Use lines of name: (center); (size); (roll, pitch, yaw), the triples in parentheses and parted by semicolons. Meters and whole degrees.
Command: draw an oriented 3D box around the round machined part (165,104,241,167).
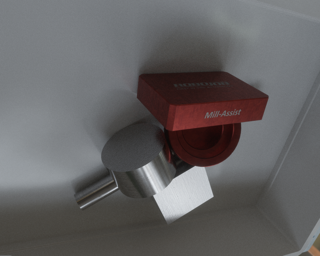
round machined part: (0.053, 0.000, 0.408); (0.099, 0.042, 0.097); (-1, 93, -14)

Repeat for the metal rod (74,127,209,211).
metal rod: (0.022, 0.027, 0.437); (0.302, 0.025, 0.025); (-29, 129, -10)

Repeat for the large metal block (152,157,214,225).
large metal block: (0.024, 0.082, 0.454); (0.080, 0.050, 0.080); (-29, 129, -10)

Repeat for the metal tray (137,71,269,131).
metal tray: (0.049, -0.037, 0.369); (0.131, 0.090, 0.030); (-7, 122, -26)

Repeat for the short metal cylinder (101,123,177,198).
short metal cylinder: (-0.025, 0.039, 0.383); (0.080, 0.080, 0.050); (-30, 129, -10)
